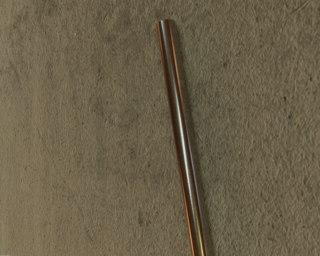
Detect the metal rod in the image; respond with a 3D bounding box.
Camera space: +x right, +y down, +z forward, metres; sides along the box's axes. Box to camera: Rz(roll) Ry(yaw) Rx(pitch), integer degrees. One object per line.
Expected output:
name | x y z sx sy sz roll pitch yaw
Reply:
metal rod | 0.029 0.013 0.381 0.025 0.025 0.299 -14 81 39
